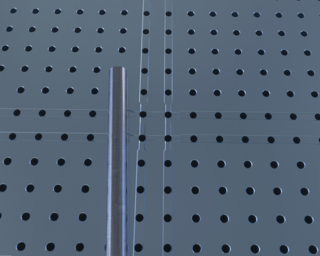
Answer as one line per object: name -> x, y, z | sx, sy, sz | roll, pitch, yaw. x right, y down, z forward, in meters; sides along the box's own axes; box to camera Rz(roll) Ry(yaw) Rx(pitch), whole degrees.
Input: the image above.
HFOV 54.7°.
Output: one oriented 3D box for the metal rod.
metal rod -> -0.054, 0.059, 0.389 | 0.025, 0.025, 0.299 | -2, 70, -1
